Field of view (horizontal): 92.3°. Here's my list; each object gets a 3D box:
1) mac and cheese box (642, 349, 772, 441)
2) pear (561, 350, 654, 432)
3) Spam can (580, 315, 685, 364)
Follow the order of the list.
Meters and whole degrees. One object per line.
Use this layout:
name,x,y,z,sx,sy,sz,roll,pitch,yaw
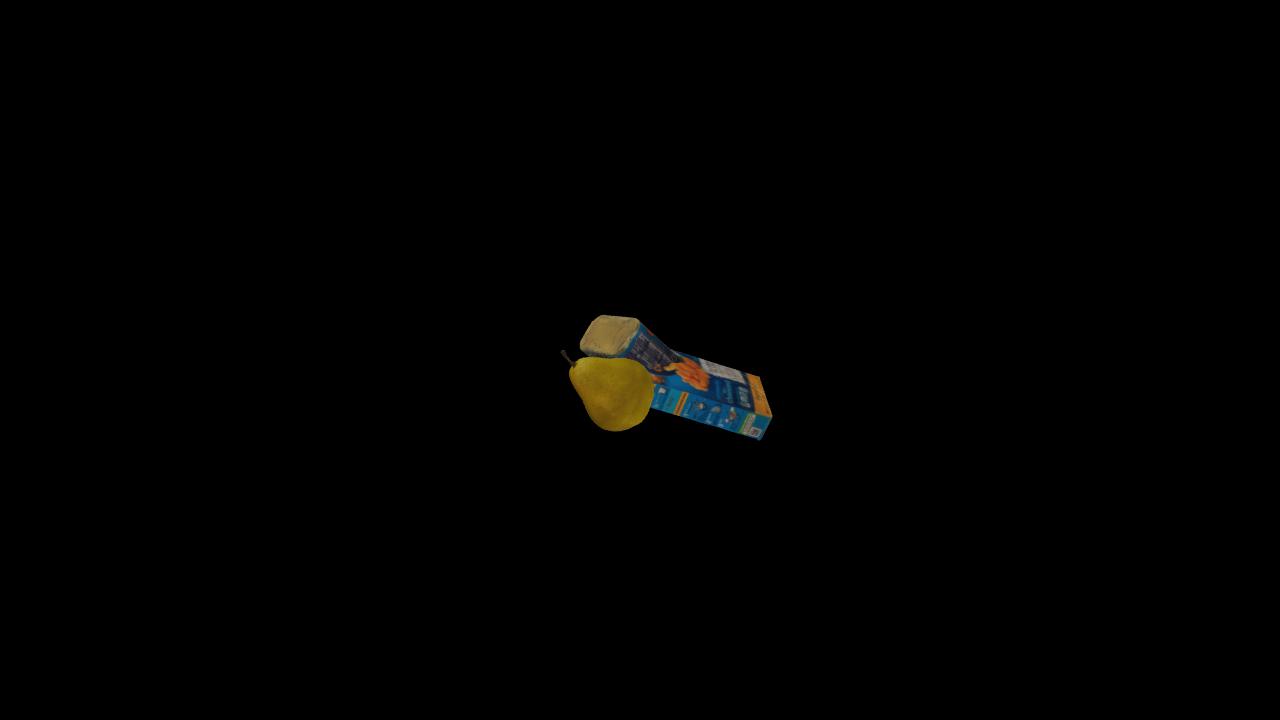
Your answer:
mac and cheese box,0.054,0.029,0.707,0.184,0.041,0.093,17,28,-8
pear,-0.040,0.029,0.641,0.111,0.080,0.080,24,-14,-33
Spam can,-0.012,-0.006,0.721,0.085,0.058,0.101,40,-17,-31
